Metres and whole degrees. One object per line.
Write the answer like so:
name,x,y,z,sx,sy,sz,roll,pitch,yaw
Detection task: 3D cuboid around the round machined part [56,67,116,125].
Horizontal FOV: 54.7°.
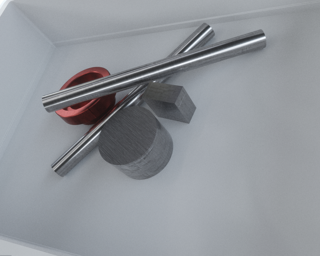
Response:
round machined part,-0.107,-0.043,0.471,0.098,0.042,0.098,-15,48,18

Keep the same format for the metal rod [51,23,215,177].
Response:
metal rod,-0.037,-0.042,0.449,0.300,0.025,0.025,-43,51,-2

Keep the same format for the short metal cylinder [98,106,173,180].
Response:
short metal cylinder,-0.030,0.019,0.392,0.080,0.050,0.080,-13,56,20

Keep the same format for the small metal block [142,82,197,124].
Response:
small metal block,0.013,-0.033,0.402,0.050,0.050,0.025,14,69,33

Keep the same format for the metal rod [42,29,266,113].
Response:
metal rod,-0.009,-0.075,0.414,0.302,0.025,0.025,-16,54,2
